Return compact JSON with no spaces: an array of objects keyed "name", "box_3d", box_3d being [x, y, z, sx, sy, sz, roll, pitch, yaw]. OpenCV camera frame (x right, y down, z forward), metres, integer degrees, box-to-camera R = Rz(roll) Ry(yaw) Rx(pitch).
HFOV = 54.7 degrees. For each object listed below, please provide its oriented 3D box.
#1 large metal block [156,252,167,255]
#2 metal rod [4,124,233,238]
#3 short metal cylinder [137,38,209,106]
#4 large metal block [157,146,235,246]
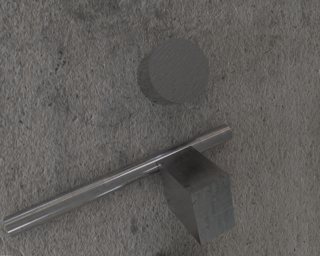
[{"name":"large metal block","box_3d":[0.033,0.209,0.393,0.080,0.080,0.050,27,81,-18]},{"name":"metal rod","box_3d":[-0.036,0.058,0.395,0.302,0.025,0.025,-22,98,-19]},{"name":"short metal cylinder","box_3d":[0.016,-0.070,0.402,0.081,0.050,0.080,0,90,-20]},{"name":"large metal block","box_3d":[0.044,0.080,0.384,0.050,0.080,0.080,-23,120,-19]}]
